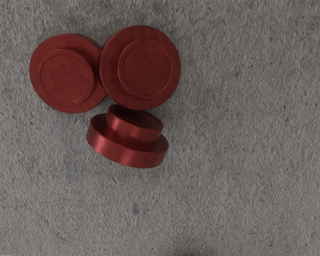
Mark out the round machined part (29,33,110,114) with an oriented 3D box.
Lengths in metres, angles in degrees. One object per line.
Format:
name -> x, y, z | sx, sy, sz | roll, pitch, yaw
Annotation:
round machined part -> -0.109, -0.063, 0.376 | 0.099, 0.042, 0.097 | 0, 110, 0

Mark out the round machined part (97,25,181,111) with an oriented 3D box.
round machined part -> -0.020, -0.068, 0.357 | 0.099, 0.042, 0.097 | -5, 103, -21

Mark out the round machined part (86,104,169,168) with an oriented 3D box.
round machined part -> -0.034, 0.004, 0.372 | 0.099, 0.098, 0.042 | 20, 109, -7
